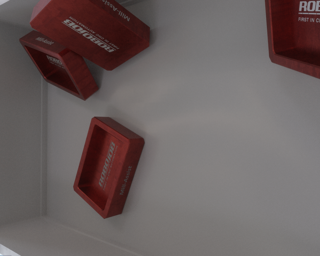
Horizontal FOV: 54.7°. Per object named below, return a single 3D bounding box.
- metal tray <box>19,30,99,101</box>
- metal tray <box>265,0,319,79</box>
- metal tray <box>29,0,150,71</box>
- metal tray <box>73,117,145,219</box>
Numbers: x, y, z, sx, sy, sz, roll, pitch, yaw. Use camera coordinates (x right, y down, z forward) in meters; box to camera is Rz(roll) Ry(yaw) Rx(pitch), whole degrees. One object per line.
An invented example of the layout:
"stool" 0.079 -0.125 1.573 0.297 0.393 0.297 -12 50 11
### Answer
"metal tray" -0.165 -0.103 0.505 0.130 0.030 0.090 25 150 37
"metal tray" 0.122 -0.086 0.231 0.130 0.030 0.089 -110 7 -67
"metal tray" -0.088 -0.133 0.410 0.090 0.131 0.030 -22 55 38
"metal tray" -0.081 0.058 0.470 0.090 0.030 0.129 29 108 36
